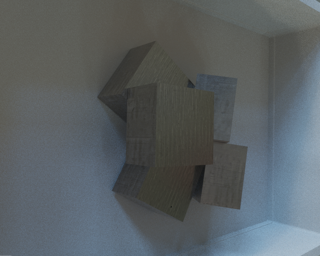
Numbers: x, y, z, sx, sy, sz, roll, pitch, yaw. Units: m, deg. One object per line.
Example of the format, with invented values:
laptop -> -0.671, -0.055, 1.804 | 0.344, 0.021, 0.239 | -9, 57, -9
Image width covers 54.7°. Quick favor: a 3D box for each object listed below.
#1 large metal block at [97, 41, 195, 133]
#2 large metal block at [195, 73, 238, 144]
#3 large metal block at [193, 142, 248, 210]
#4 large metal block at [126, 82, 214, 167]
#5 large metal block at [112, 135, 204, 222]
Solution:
large metal block -> -0.014, -0.045, 0.379 | 0.080, 0.050, 0.080 | 44, 64, -32
large metal block -> 0.068, -0.021, 0.420 | 0.080, 0.050, 0.080 | 63, 36, -81
large metal block -> 0.080, 0.064, 0.430 | 0.050, 0.080, 0.080 | 9, 82, 0
large metal block -> 0.012, -0.001, 0.333 | 0.081, 0.050, 0.080 | 3, 87, -39
large metal block -> 0.000, 0.061, 0.387 | 0.080, 0.050, 0.080 | 37, 67, -34
